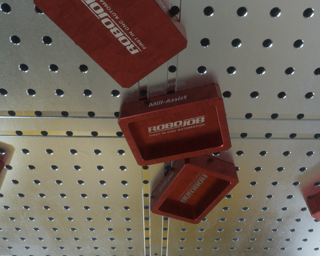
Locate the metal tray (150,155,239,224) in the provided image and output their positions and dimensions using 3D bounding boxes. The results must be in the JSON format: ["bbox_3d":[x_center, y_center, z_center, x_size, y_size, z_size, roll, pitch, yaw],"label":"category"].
[{"bbox_3d":[0.051,0.098,0.491,0.090,0.030,0.129,20,127,-16],"label":"metal tray"}]

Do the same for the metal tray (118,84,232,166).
[{"bbox_3d":[0.021,0.000,0.407,0.130,0.030,0.090,-12,129,10],"label":"metal tray"}]

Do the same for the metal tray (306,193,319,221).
[{"bbox_3d":[0.325,0.118,0.511,0.090,0.030,0.129,30,124,-23],"label":"metal tray"}]

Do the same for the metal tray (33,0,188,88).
[{"bbox_3d":[-0.045,-0.111,0.313,0.090,0.030,0.130,-32,124,24],"label":"metal tray"}]

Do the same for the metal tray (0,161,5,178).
[{"bbox_3d":[-0.305,0.088,0.480,0.090,0.030,0.129,23,126,-19],"label":"metal tray"}]
